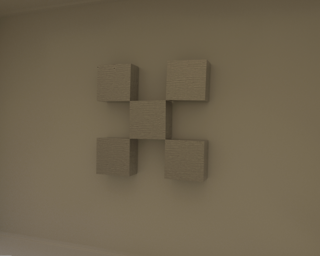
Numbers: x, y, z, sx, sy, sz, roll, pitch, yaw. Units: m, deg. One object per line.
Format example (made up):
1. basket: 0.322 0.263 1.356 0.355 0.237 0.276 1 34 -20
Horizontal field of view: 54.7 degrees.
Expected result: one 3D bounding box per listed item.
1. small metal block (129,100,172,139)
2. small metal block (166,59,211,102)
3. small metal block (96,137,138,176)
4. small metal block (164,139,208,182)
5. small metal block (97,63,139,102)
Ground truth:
1. small metal block: -0.012 -0.011 0.412 0.050 0.025 0.050 1 90 20
2. small metal block: 0.036 -0.059 0.395 0.050 0.025 0.050 3 91 20
3. small metal block: -0.060 0.039 0.429 0.050 0.025 0.050 1 90 20
4. small metal block: 0.034 0.040 0.396 0.050 0.025 0.050 1 91 20
5. small metal block: -0.058 -0.061 0.429 0.050 0.025 0.050 2 91 20
